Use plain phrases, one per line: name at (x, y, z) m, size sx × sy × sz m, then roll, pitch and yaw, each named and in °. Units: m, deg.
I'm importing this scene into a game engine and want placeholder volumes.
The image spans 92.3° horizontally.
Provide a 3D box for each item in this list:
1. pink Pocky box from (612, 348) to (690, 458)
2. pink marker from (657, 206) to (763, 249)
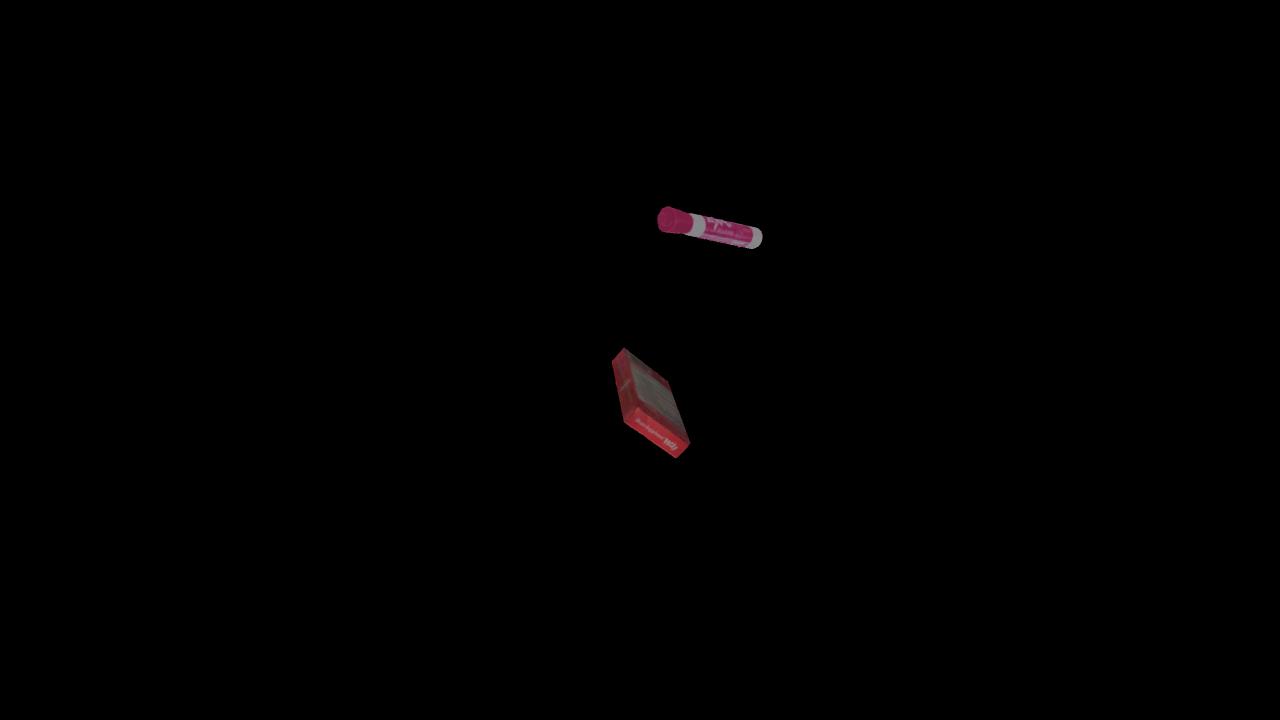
pink Pocky box at (0.010, 0.049, 0.758) m, size 0.084 × 0.029 × 0.155 m, roll 37°, pitch 16°, yaw -23°
pink marker at (0.057, -0.105, 0.492) m, size 0.020 × 0.020 × 0.121 m, roll 0°, pitch 1°, yaw 44°
